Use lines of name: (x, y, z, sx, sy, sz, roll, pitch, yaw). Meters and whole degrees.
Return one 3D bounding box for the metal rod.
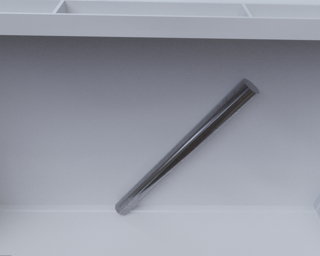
metal rod: (0.022, 0.043, 0.446, 0.025, 0.025, 0.299, 28, 124, -22)
